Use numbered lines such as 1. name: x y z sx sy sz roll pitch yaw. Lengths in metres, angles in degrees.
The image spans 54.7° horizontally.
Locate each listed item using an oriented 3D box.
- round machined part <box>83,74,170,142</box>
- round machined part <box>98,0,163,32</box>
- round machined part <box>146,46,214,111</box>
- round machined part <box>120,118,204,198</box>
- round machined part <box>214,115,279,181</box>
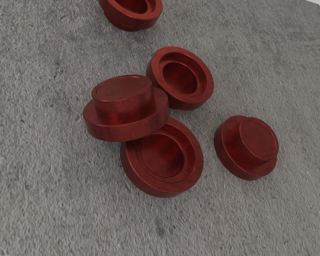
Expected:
1. round machined part: -0.040 -0.029 0.354 0.099 0.042 0.098 -7 32 4
2. round machined part: -0.049 -0.190 0.482 0.099 0.042 0.098 14 56 -21
3. round machined part: 0.025 -0.066 0.446 0.099 0.042 0.098 14 56 -21
4. round machined part: -0.001 0.036 0.370 0.099 0.042 0.098 14 56 -21
5. round machined part: 0.131 0.023 0.449 0.099 0.042 0.098 14 56 -21
